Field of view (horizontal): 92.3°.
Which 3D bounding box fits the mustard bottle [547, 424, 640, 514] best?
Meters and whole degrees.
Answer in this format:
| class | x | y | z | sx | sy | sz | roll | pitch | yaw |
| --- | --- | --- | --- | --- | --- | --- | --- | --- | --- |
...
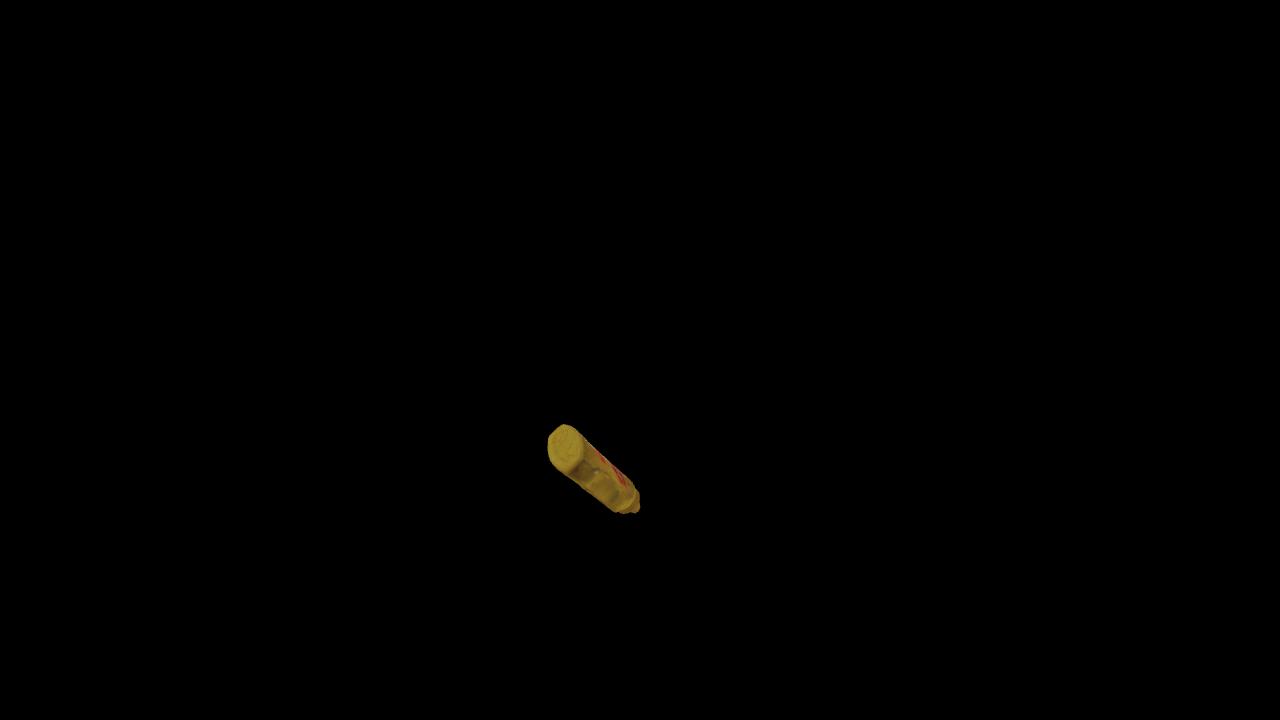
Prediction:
| class | x | y | z | sx | sy | sz | roll | pitch | yaw |
| --- | --- | --- | --- | --- | --- | --- | --- | --- | --- |
| mustard bottle | -0.054 | 0.169 | 0.873 | 0.184 | 0.054 | 0.092 | 49 | -6 | -37 |
